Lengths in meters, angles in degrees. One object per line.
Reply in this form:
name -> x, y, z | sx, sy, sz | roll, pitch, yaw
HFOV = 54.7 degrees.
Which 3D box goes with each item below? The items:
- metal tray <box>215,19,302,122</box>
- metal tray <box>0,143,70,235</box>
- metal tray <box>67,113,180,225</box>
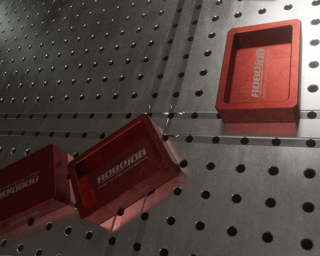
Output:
metal tray -> 0.124, -0.071, 0.382 | 0.090, 0.030, 0.130 | 0, 61, 27
metal tray -> -0.196, 0.089, 0.451 | 0.130, 0.030, 0.090 | -26, 53, 12
metal tray -> -0.050, 0.051, 0.398 | 0.130, 0.030, 0.090 | -33, 52, 6
